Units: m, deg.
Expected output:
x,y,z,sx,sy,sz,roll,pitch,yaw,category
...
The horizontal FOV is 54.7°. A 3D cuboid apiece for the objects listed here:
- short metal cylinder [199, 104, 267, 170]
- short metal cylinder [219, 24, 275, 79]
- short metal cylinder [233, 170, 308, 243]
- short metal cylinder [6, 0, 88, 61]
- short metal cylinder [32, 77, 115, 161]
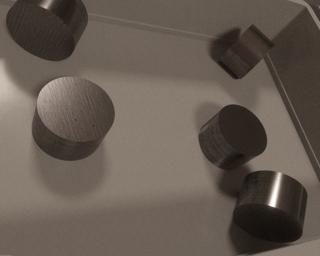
x,y,z,sx,sy,sz,roll,pitch,yaw,category
0.103,0.013,0.439,0.081,0.050,0.080,14,56,-21,short metal cylinder
0.148,-0.130,0.532,0.050,0.080,0.080,43,51,1,short metal cylinder
0.138,0.098,0.387,0.080,0.080,0.050,36,51,-5,short metal cylinder
-0.135,-0.129,0.377,0.080,0.080,0.050,23,53,-15,short metal cylinder
-0.097,-0.010,0.344,0.081,0.050,0.080,14,56,-21,short metal cylinder
